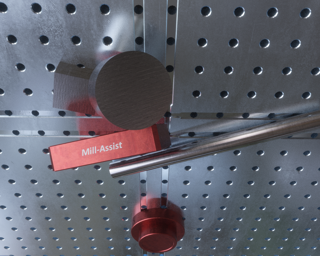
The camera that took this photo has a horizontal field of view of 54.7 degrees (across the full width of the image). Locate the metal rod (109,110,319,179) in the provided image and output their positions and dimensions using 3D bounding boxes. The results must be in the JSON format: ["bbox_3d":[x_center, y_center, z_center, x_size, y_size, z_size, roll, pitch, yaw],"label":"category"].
[{"bbox_3d":[0.072,0.025,0.434,0.301,0.025,0.025,-15,129,12],"label":"metal rod"}]

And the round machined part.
[{"bbox_3d":[-0.004,0.192,0.564,0.099,0.042,0.097,-1,130,0],"label":"round machined part"}]

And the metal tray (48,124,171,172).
[{"bbox_3d":[-0.057,0.023,0.388,0.131,0.090,0.030,-12,89,9],"label":"metal tray"}]

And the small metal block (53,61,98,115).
[{"bbox_3d":[-0.099,-0.046,0.371,0.050,0.025,0.050,11,129,-10],"label":"small metal block"}]

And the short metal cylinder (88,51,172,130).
[{"bbox_3d":[-0.034,-0.041,0.335,0.081,0.050,0.079,-3,99,-21],"label":"short metal cylinder"}]
